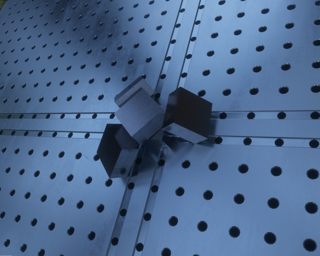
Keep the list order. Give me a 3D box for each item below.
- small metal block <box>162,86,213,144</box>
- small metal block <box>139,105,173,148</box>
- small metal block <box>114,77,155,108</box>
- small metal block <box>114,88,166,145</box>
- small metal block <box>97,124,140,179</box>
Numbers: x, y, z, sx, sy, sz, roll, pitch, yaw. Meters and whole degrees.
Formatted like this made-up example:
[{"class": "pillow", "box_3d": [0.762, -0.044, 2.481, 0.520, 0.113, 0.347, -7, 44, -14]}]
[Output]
[{"class": "small metal block", "box_3d": [0.034, -0.015, 0.381, 0.025, 0.050, 0.050, -29, 43, 53]}, {"class": "small metal block", "box_3d": [-0.009, -0.003, 0.416, 0.050, 0.025, 0.050, 2, 65, 29]}, {"class": "small metal block", "box_3d": [-0.038, -0.047, 0.442, 0.050, 0.025, 0.050, -40, 15, 1]}, {"class": "small metal block", "box_3d": [-0.023, -0.015, 0.398, 0.050, 0.025, 0.050, -41, 51, -1]}, {"class": "small metal block", "box_3d": [-0.056, 0.029, 0.404, 0.050, 0.025, 0.050, 53, 130, 39]}]
